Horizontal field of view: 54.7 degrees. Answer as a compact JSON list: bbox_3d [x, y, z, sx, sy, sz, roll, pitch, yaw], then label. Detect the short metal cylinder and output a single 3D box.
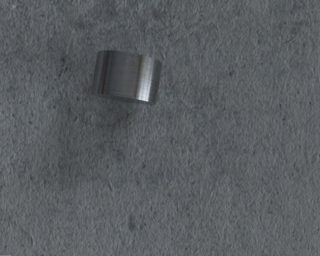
[{"bbox_3d":[-0.041,-0.060,0.382,0.081,0.080,0.050,9,90,-1],"label":"short metal cylinder"}]
